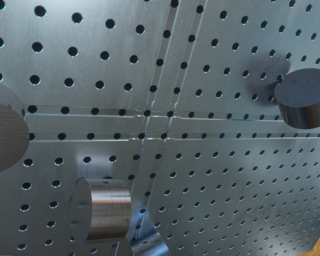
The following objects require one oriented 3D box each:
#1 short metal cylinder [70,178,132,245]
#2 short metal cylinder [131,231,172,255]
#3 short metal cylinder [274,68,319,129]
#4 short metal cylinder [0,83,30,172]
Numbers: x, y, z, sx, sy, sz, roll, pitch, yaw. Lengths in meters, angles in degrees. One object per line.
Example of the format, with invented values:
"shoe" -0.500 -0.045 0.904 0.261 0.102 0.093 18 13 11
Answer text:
"short metal cylinder" -0.078 0.106 0.398 0.050 0.080 0.079 8 114 -32
"short metal cylinder" -0.008 0.218 0.506 0.050 0.080 0.080 -25 128 -13
"short metal cylinder" 0.220 -0.045 0.468 0.080 0.080 0.050 -38 129 -3
"short metal cylinder" -0.172 -0.001 0.300 0.081 0.050 0.079 -14 124 -21
